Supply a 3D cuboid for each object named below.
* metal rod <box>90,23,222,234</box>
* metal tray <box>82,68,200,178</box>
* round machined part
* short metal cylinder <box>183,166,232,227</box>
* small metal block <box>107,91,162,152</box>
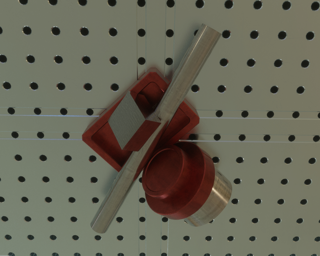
[{"bbox_3d":[-0.014,0.014,0.386,0.025,0.025,0.298,27,108,-10],"label":"metal rod"},{"bbox_3d":[-0.025,-0.003,0.408,0.130,0.030,0.090,-41,106,13],"label":"metal tray"},{"bbox_3d":[0.016,0.060,0.386,0.098,0.098,0.042,-44,127,14],"label":"round machined part"},{"bbox_3d":[0.048,0.083,0.414,0.080,0.080,0.050,-41,105,13],"label":"short metal cylinder"},{"bbox_3d":[-0.032,-0.008,0.373,0.025,0.050,0.050,11,127,-45],"label":"small metal block"}]
